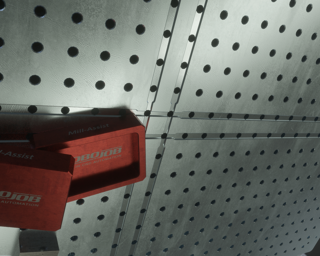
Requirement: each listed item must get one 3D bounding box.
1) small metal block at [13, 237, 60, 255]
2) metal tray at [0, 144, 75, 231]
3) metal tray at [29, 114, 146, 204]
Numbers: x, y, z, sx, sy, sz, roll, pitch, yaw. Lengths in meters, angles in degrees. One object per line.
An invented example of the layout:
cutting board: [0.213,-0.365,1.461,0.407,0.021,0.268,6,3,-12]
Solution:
small metal block: [-0.173,0.179,0.427,0.050,0.025,0.050,11,113,-33]
metal tray: [-0.165,0.063,0.329,0.131,0.030,0.089,11,119,-16]
metal tray: [-0.084,0.039,0.386,0.131,0.030,0.089,-13,124,-21]
